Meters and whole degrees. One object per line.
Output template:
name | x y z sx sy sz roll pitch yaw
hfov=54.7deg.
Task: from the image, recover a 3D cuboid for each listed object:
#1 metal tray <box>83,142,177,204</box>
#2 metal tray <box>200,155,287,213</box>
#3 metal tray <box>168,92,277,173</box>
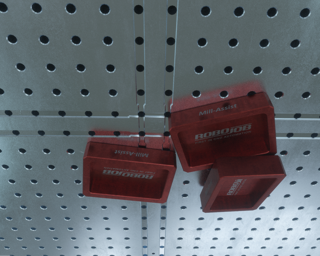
metal tray | -0.047 0.070 0.467 0.131 0.030 0.089 7 130 -7
metal tray | 0.116 0.087 0.458 0.091 0.030 0.129 -1 145 -6
metal tray | 0.085 0.010 0.417 0.131 0.030 0.090 -13 129 10
